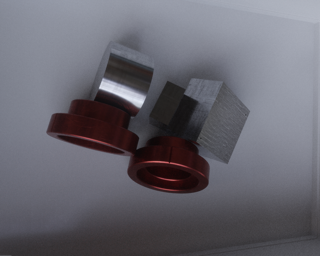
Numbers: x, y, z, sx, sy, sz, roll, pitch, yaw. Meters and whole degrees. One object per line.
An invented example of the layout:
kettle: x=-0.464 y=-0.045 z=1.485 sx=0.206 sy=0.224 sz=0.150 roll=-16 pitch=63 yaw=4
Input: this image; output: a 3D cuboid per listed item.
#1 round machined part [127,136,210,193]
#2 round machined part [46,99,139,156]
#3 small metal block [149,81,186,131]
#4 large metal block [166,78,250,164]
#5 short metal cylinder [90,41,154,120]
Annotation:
round machined part: x=0.012 y=0.044 z=0.383 sx=0.099 sy=0.098 sz=0.042 roll=22 pitch=58 yaw=-19
round machined part: x=-0.071 y=-0.001 z=0.347 sx=0.099 sy=0.098 sz=0.042 roll=18 pitch=77 yaw=-20
small metal block: x=0.008 y=-0.027 z=0.398 sx=0.025 sy=0.050 sz=0.050 roll=26 pitch=81 yaw=2
large metal block: x=0.065 y=-0.008 z=0.406 sx=0.080 sy=0.050 sz=0.080 roll=34 pitch=77 yaw=-44
short metal cylinder: x=-0.047 y=-0.055 z=0.365 sx=0.050 sy=0.080 sz=0.080 roll=18 pitch=84 yaw=-20
